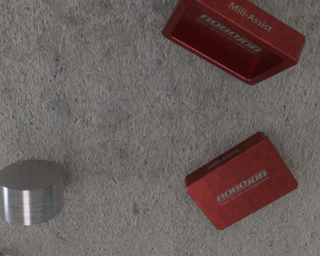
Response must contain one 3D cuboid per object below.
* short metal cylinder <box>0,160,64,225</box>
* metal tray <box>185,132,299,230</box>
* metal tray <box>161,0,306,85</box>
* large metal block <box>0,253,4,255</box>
[{"bbox_3d":[-0.169,0.082,0.409,0.081,0.080,0.050,6,110,-2],"label":"short metal cylinder"},{"bbox_3d":[0.112,0.077,0.436,0.130,0.030,0.090,-34,107,11],"label":"metal tray"},{"bbox_3d":[0.075,-0.100,0.337,0.131,0.090,0.030,27,76,-10],"label":"metal tray"},{"bbox_3d":[-0.263,0.254,0.487,0.080,0.050,0.080,-41,105,13],"label":"large metal block"}]
